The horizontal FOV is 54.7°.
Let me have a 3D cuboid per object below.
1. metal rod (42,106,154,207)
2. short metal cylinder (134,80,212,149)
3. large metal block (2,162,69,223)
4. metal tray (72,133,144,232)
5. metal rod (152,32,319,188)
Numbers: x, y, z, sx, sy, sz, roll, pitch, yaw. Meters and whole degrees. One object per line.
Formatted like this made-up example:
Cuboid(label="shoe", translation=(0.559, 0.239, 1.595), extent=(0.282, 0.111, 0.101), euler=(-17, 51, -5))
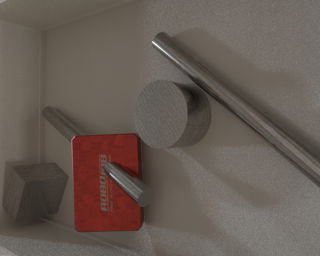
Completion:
Cuboid(label="metal rod", translation=(-0.112, 0.027, 0.472), extent=(0.300, 0.025, 0.025), euler=(31, 109, 43))
Cuboid(label="short metal cylinder", translation=(0.015, -0.016, 0.377), extent=(0.080, 0.050, 0.079), euler=(0, 90, 39))
Cuboid(label="large metal block", translation=(-0.220, 0.112, 0.549), extent=(0.050, 0.081, 0.079), euler=(33, 110, 35))
Cuboid(label="metal tray", translation=(-0.071, 0.074, 0.429), extent=(0.091, 0.030, 0.129), euler=(-3, 88, 3))
Cuboid(label="metal rod", translation=(0.090, -0.020, 0.331), extent=(0.300, 0.025, 0.025), euler=(46, 117, 30))
